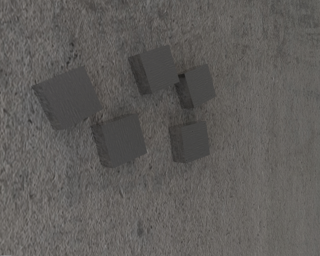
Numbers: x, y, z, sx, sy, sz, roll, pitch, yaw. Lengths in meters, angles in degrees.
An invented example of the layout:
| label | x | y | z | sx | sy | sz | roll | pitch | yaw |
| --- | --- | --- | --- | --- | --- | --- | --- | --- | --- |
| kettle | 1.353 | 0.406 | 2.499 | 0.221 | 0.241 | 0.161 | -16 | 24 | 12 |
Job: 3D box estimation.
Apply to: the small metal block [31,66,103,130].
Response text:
| label | x | y | z | sx | sy | sz | roll | pitch | yaw |
| --- | --- | --- | --- | --- | --- | --- | --- | --- | --- |
| small metal block | -0.096 | -0.031 | 0.324 | 0.050 | 0.025 | 0.050 | -34 | 111 | -35 |

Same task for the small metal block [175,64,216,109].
| label | x | y | z | sx | sy | sz | roll | pitch | yaw |
| --- | --- | --- | --- | --- | --- | --- | --- | --- | --- |
| small metal block | 0.050 | -0.060 | 0.446 | 0.050 | 0.025 | 0.050 | -29 | 108 | -36 |

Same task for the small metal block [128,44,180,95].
| label | x | y | z | sx | sy | sz | roll | pitch | yaw |
| --- | --- | --- | --- | --- | --- | --- | --- | --- | --- |
| small metal block | -0.007 | -0.075 | 0.398 | 0.050 | 0.025 | 0.050 | -29 | 108 | -36 |

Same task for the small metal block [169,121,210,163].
| label | x | y | z | sx | sy | sz | roll | pitch | yaw |
| --- | --- | --- | --- | --- | --- | --- | --- | --- | --- |
| small metal block | 0.042 | 0.019 | 0.440 | 0.050 | 0.025 | 0.050 | -13 | 99 | -39 |

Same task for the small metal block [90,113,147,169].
| label | x | y | z | sx | sy | sz | roll | pitch | yaw |
| --- | --- | --- | --- | --- | --- | --- | --- | --- | --- |
| small metal block | -0.047 | 0.014 | 0.365 | 0.050 | 0.025 | 0.050 | -22 | 104 | -38 |
